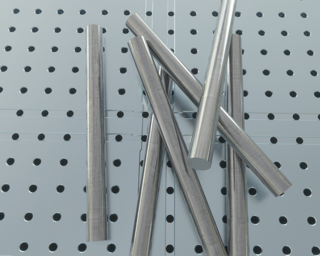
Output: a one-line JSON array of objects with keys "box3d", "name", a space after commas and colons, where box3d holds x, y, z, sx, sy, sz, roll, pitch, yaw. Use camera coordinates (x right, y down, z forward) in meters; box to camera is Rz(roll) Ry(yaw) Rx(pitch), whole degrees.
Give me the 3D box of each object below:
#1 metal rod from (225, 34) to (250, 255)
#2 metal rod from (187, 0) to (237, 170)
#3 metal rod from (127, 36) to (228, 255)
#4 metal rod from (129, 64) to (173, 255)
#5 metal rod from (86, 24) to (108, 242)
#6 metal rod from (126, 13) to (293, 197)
[{"box3d": [0.099, 0.008, 0.409, 0.025, 0.025, 0.299, 3, 70, 1], "name": "metal rod"}, {"box3d": [0.074, -0.081, 0.400, 0.025, 0.025, 0.300, 13, 55, 5], "name": "metal rod"}, {"box3d": [0.019, 0.023, 0.382, 0.025, 0.025, 0.299, -19, 79, -7], "name": "metal rod"}, {"box3d": [-0.008, 0.038, 0.397, 0.025, 0.025, 0.299, 7, 70, 2], "name": "metal rod"}, {"box3d": [-0.086, -0.008, 0.414, 0.025, 0.025, 0.299, -5, 70, -2], "name": "metal rod"}, {"box3d": [0.052, -0.040, 0.398, 0.025, 0.025, 0.300, -36, 74, -12], "name": "metal rod"}]
